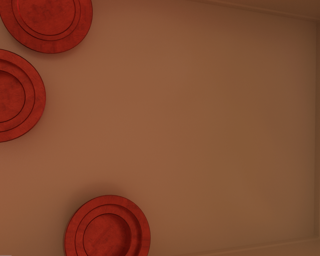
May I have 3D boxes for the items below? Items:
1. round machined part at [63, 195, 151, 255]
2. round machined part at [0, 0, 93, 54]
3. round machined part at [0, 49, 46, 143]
[{"bbox_3d":[-0.064,0.131,0.368,0.099,0.042,0.098,8,69,-21],"label":"round machined part"},{"bbox_3d":[-0.124,-0.132,0.342,0.099,0.042,0.097,-6,109,-18],"label":"round machined part"},{"bbox_3d":[-0.177,-0.033,0.336,0.099,0.042,0.097,0,90,-20],"label":"round machined part"}]
